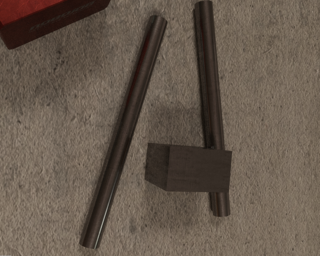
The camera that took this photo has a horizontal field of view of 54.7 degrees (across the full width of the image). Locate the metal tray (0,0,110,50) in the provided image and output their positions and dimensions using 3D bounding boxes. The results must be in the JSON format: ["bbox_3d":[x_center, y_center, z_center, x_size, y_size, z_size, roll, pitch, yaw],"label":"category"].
[{"bbox_3d":[-0.113,-0.134,0.332,0.131,0.090,0.030,-31,101,-18],"label":"metal tray"}]

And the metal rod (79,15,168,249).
[{"bbox_3d":[-0.044,0.000,0.393,0.025,0.025,0.299,19,84,-20],"label":"metal rod"}]

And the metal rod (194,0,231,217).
[{"bbox_3d":[0.074,-0.025,0.437,0.025,0.025,0.298,-6,92,-20],"label":"metal rod"}]

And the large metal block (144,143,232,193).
[{"bbox_3d":[0.033,0.048,0.393,0.081,0.080,0.050,6,88,-20],"label":"large metal block"}]
